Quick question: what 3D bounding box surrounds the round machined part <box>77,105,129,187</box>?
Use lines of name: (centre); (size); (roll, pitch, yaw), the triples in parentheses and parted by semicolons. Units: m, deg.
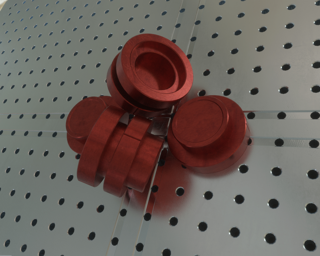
round machined part: (-0.056, 0.026, 0.370); (0.042, 0.098, 0.098); (22, 71, 3)

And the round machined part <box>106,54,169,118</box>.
round machined part: (-0.026, -0.058, 0.426); (0.042, 0.099, 0.098); (-41, 35, 56)

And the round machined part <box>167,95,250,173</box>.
round machined part: (0.053, 0.001, 0.370); (0.098, 0.042, 0.098); (-13, 56, 21)

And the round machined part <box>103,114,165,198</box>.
round machined part: (-0.026, 0.037, 0.365); (0.042, 0.098, 0.098); (23, 71, 3)

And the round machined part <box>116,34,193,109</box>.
round machined part: (-0.010, -0.069, 0.401); (0.042, 0.099, 0.098); (-41, 35, 56)

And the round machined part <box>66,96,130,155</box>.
round machined part: (-0.097, -0.007, 0.453); (0.098, 0.042, 0.098); (-13, 56, 21)
